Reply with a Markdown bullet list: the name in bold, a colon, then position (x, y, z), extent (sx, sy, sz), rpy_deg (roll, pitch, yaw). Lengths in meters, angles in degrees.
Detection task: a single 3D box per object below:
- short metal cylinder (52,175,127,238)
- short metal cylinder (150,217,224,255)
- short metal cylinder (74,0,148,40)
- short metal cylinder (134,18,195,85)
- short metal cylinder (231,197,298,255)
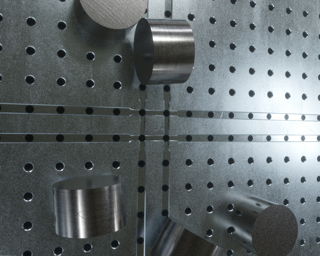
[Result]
- **short metal cylinder**: position (-0.079, 0.086, 0.355), extent (0.081, 0.080, 0.050), rpy_deg (-3, 92, -20)
- **short metal cylinder**: position (0.035, 0.157, 0.398), extent (0.080, 0.080, 0.050), rpy_deg (32, 80, -18)
- **short metal cylinder**: position (-0.061, -0.153, 0.377), extent (0.081, 0.050, 0.079), rpy_deg (0, 90, -21)
- **short metal cylinder**: position (0.003, -0.094, 0.385), extent (0.050, 0.080, 0.079), rpy_deg (-6, 92, -20)
- **short metal cylinder**: position (0.154, 0.147, 0.458), extent (0.081, 0.050, 0.079), rpy_deg (0, 90, -21)
